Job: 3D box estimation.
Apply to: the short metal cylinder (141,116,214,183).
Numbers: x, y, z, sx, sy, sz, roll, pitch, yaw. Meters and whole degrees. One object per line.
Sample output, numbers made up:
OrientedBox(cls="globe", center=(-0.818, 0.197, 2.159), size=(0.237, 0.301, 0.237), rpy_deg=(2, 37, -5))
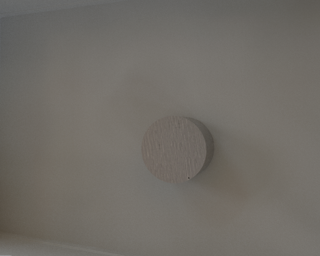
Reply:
OrientedBox(cls="short metal cylinder", center=(0.024, 0.025, 0.389), size=(0.080, 0.050, 0.080), rpy_deg=(0, 90, 20))
